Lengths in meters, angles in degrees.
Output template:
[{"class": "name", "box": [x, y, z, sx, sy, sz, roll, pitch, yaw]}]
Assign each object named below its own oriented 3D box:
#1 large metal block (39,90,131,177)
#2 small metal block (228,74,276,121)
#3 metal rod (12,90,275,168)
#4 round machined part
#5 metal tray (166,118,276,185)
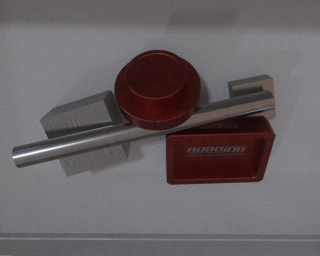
[{"class": "large metal block", "box": [-0.091, 0.006, 0.396, 0.080, 0.050, 0.080, -17, 110, 5]}, {"class": "small metal block", "box": [0.118, -0.037, 0.397, 0.050, 0.025, 0.050, -11, 110, 3]}, {"class": "metal rod", "box": [-0.015, 0.000, 0.362, 0.302, 0.025, 0.025, -13, 110, -4]}, {"class": "round machined part", "box": [-0.003, -0.049, 0.350, 0.099, 0.098, 0.042, -4, 151, 1]}, {"class": "metal tray", "box": [0.073, 0.032, 0.405, 0.131, 0.030, 0.089, -2, 130, -1]}]
